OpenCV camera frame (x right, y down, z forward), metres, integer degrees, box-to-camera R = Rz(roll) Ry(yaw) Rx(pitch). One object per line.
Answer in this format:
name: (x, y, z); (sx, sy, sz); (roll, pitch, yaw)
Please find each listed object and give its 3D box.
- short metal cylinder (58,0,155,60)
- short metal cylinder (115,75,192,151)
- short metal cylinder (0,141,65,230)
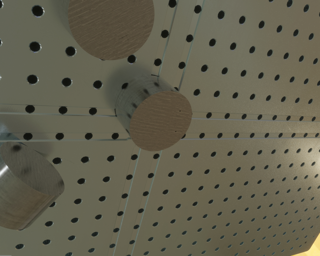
short metal cylinder: (-0.052, -0.112, 0.298); (0.081, 0.050, 0.079); (-14, 125, -21)
short metal cylinder: (-0.008, -0.018, 0.381); (0.081, 0.050, 0.079); (-14, 125, -21)
short metal cylinder: (-0.151, 0.060, 0.331); (0.050, 0.080, 0.080); (-46, 130, 3)
